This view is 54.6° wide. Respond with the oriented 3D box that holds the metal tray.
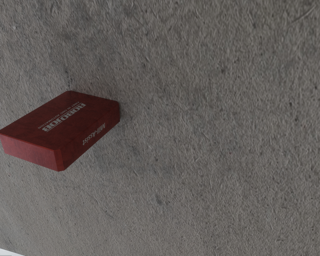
[{"bbox_3d":[-0.123,-0.003,0.403,0.090,0.131,0.030,14,124,20],"label":"metal tray"}]
